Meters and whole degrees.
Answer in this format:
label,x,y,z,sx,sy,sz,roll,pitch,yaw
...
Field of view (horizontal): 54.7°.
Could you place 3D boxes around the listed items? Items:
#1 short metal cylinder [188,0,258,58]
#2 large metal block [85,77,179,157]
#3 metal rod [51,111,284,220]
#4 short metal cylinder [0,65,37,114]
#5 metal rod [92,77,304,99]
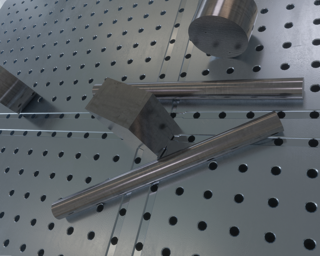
label,x,y,z,sx,sy,sz,roll,pitch,yaw
short metal cylinder,0.084,-0.139,0.414,0.080,0.080,0.050,9,66,32
large metal block,-0.034,-0.013,0.399,0.080,0.080,0.050,23,75,36
metal rod,-0.002,0.051,0.377,0.301,0.025,0.025,-24,53,13
short metal cylinder,-0.272,-0.069,0.559,0.080,0.080,0.050,30,79,37
metal rod,0.031,-0.052,0.423,0.300,0.025,0.025,3,63,29
